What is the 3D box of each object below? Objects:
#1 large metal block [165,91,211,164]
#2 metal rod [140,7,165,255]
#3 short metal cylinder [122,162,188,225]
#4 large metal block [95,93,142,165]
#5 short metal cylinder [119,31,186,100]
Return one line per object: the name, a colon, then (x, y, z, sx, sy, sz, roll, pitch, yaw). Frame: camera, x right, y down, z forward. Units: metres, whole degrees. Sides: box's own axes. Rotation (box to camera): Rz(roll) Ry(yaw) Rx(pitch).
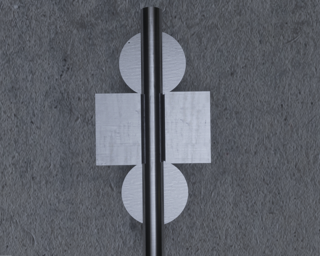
large metal block: (0.031, -0.001, 0.384, 0.050, 0.080, 0.080, -1, 90, 0)
metal rod: (-0.009, 0.013, 0.361, 0.025, 0.025, 0.298, -1, 90, 0)
short metal cylinder: (-0.006, 0.078, 0.399, 0.081, 0.050, 0.080, 0, 90, 0)
large metal block: (-0.046, 0.001, 0.383, 0.050, 0.080, 0.080, -1, 90, 0)
short metal cylinder: (-0.009, -0.078, 0.398, 0.081, 0.050, 0.080, 0, 90, 0)
